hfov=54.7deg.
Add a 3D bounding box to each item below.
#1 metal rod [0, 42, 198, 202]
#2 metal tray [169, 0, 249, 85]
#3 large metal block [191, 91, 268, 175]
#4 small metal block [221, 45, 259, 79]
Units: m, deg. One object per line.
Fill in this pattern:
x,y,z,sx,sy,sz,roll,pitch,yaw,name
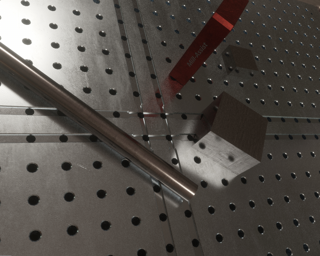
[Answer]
-0.081,-0.008,0.370,0.301,0.025,0.025,36,51,-4,metal rod
0.070,-0.132,0.461,0.030,0.129,0.090,36,51,-5,metal tray
0.101,0.008,0.444,0.080,0.050,0.080,32,51,-8,large metal block
0.145,-0.119,0.562,0.050,0.025,0.050,5,60,-26,small metal block
